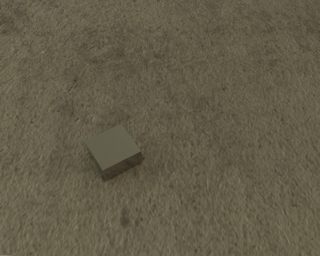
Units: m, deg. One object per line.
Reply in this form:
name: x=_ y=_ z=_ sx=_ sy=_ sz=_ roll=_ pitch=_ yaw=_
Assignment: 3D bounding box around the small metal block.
small metal block: x=-0.057 y=0.029 z=0.378 sx=0.050 sy=0.025 sz=0.050 roll=-26 pitch=55 yaw=-21
